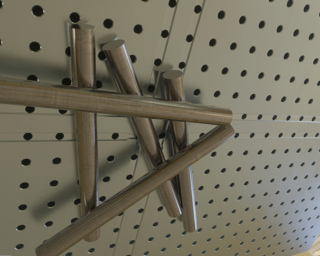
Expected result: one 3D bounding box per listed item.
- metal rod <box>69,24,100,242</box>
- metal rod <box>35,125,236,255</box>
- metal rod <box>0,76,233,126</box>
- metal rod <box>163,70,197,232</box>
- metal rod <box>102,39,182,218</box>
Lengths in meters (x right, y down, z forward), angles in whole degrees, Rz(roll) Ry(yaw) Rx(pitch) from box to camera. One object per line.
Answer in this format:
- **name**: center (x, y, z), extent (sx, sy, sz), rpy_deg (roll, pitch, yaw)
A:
- **metal rod**: center (-0.089, 0.028, 0.380), extent (0.025, 0.025, 0.298), rpy_deg (-9, 123, -24)
- **metal rod**: center (-0.027, 0.082, 0.416), extent (0.301, 0.025, 0.025), rpy_deg (-33, 129, -7)
- **metal rod**: center (-0.039, -0.026, 0.343), extent (0.302, 0.025, 0.025), rpy_deg (5, 116, -31)
- **metal rod**: center (0.035, 0.055, 0.466), extent (0.025, 0.025, 0.298), rpy_deg (-21, 127, -16)
- **metal rod**: center (-0.012, 0.024, 0.420), extent (0.025, 0.025, 0.299), rpy_deg (-27, 128, -12)
